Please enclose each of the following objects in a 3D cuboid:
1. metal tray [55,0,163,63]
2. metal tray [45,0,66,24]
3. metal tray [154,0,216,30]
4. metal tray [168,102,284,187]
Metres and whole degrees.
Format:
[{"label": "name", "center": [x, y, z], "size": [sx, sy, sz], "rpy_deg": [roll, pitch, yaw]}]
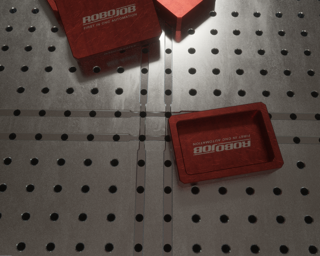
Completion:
[{"label": "metal tray", "center": [-0.072, -0.156, 0.447], "size": [0.131, 0.030, 0.090], "rpy_deg": [-18, 94, -6]}, {"label": "metal tray", "center": [-0.149, -0.238, 0.493], "size": [0.090, 0.030, 0.130], "rpy_deg": [-29, 73, -11]}, {"label": "metal tray", "center": [0.015, -0.226, 0.492], "size": [0.090, 0.030, 0.130], "rpy_deg": [-43, 76, -14]}, {"label": "metal tray", "center": [0.081, 0.021, 0.402], "size": [0.131, 0.030, 0.090], "rpy_deg": [-9, 70, -4]}]
